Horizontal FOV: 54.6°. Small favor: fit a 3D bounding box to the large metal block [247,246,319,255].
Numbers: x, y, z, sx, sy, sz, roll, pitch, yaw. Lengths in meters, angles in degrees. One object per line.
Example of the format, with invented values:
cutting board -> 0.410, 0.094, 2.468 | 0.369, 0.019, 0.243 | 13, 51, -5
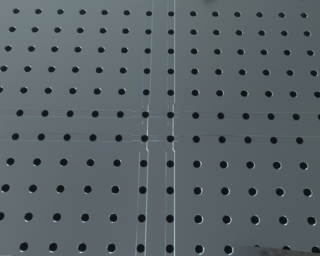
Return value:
large metal block -> 0.126, 0.169, 0.322 | 0.050, 0.080, 0.080 | 6, 70, 2
